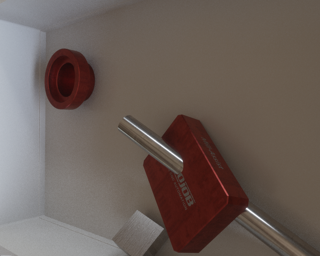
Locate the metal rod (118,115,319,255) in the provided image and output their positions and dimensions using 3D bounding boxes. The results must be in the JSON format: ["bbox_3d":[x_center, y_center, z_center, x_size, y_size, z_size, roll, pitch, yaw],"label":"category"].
[{"bbox_3d":[0.067,0.073,0.325,0.300,0.025,0.025,35,112,26],"label":"metal rod"}]

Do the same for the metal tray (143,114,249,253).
[{"bbox_3d":[0.031,0.058,0.347,0.090,0.030,0.130,-54,38,26],"label":"metal tray"}]

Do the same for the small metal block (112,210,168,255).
[{"bbox_3d":[-0.025,0.145,0.407,0.050,0.050,0.025,24,149,37],"label":"small metal block"}]

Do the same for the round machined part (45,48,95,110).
[{"bbox_3d":[-0.146,-0.079,0.513,0.098,0.042,0.097,0,90,39],"label":"round machined part"}]
